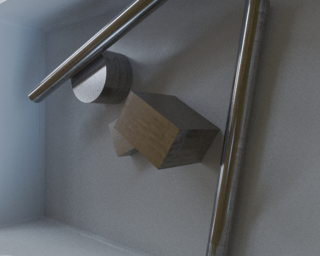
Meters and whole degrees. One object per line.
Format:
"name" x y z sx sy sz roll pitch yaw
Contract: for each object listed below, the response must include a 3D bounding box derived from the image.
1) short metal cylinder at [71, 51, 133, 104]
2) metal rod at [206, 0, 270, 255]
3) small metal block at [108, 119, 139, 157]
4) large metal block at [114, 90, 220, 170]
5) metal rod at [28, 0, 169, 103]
"short metal cylinder" -0.087 -0.076 0.460 0.080 0.050 0.079 0 90 39
"metal rod" 0.082 0.016 0.337 0.025 0.025 0.298 13 98 39
"small metal block" -0.042 0.008 0.439 0.050 0.025 0.050 -29 72 36
"large metal block" 0.009 0.000 0.362 0.080 0.081 0.050 40 114 32
"metal rod" -0.094 -0.104 0.416 0.299 0.025 0.025 -26 74 36
